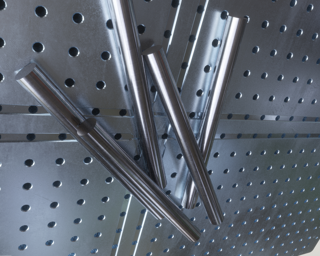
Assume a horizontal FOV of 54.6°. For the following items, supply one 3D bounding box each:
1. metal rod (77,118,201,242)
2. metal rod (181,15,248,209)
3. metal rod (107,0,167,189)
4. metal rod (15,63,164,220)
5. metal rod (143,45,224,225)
[{"bbox_3d":[-0.011,0.090,0.431,0.025,0.025,0.300,-39,130,-2],"label":"metal rod"},{"bbox_3d":[0.071,-0.005,0.445,0.025,0.025,0.298,-4,120,-26],"label":"metal rod"},{"bbox_3d":[-0.024,-0.037,0.374,0.025,0.025,0.298,-22,127,-16],"label":"metal rod"},{"bbox_3d":[-0.065,0.039,0.399,0.025,0.025,0.300,-38,129,-3],"label":"metal rod"},{"bbox_3d":[0.042,0.030,0.428,0.025,0.025,0.299,-29,121,-10],"label":"metal rod"}]
